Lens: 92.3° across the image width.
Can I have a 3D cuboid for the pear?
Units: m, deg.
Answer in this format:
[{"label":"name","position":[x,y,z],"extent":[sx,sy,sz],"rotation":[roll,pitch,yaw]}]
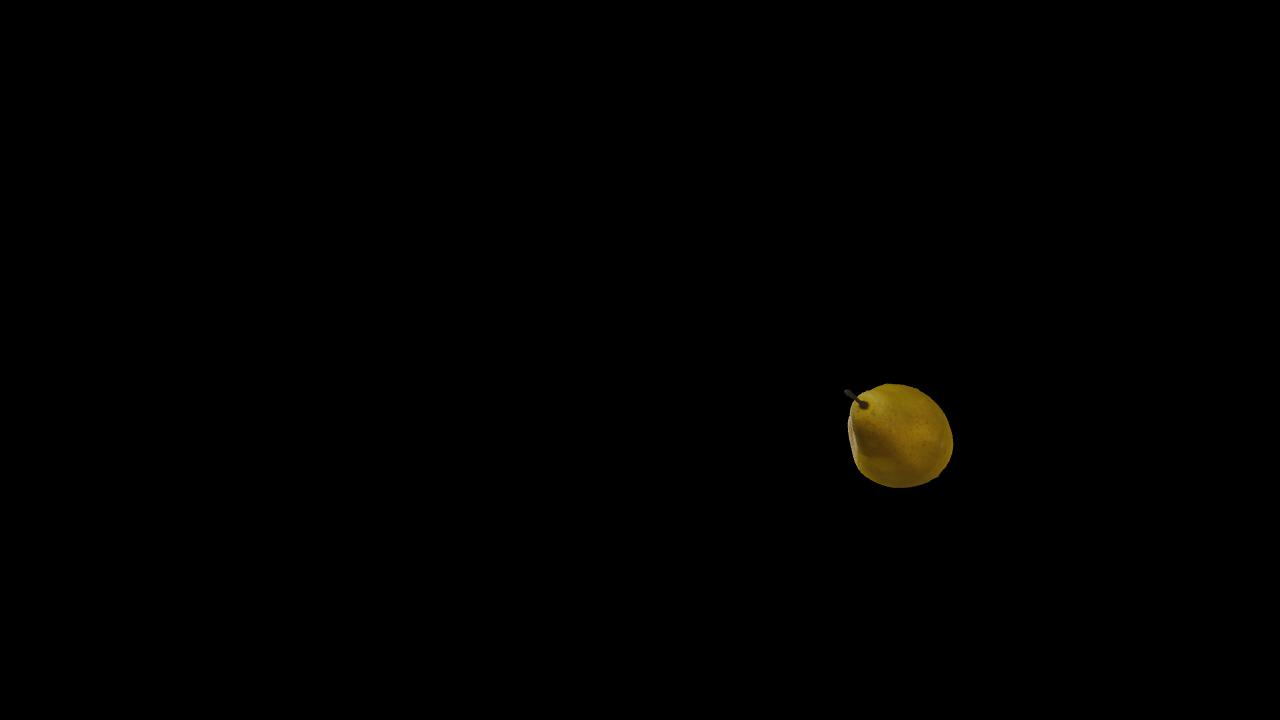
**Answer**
[{"label":"pear","position":[0.182,0.050,0.450],"extent":[0.080,0.080,0.111],"rotation":[0,-16,38]}]
